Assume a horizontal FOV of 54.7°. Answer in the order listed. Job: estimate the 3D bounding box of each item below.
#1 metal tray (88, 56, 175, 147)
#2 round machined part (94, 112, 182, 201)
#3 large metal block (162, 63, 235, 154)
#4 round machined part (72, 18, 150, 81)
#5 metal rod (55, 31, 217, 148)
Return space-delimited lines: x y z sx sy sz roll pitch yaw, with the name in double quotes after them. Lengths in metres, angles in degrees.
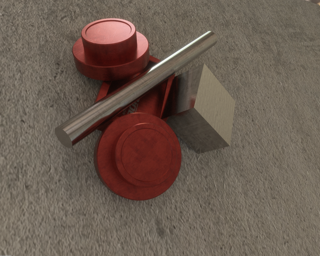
-0.033 -0.046 0.412 0.091 0.030 0.130 22 53 -15 "metal tray"
-0.020 0.031 0.343 0.099 0.042 0.097 3 81 -21 "round machined part"
0.055 -0.024 0.415 0.080 0.050 0.080 43 46 -31 "large metal block"
-0.064 -0.107 0.400 0.099 0.042 0.098 -1 45 1 "round machined part"
-0.008 -0.067 0.404 0.025 0.025 0.302 46 51 4 "metal rod"
